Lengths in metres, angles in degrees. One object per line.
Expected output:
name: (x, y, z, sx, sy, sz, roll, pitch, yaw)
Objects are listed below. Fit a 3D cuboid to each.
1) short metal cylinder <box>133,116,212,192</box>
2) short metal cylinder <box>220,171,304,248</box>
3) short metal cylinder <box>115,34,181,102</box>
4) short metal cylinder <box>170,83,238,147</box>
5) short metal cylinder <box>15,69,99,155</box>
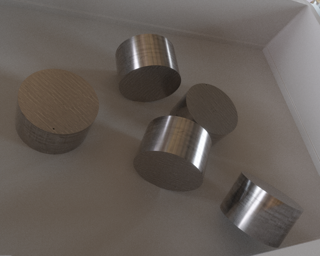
short metal cylinder: (0.015, 0.031, 0.359, 0.080, 0.080, 0.050, 28, 52, -11)
short metal cylinder: (0.120, 0.095, 0.369, 0.080, 0.050, 0.080, 29, 8, -4)
short metal cylinder: (-0.016, -0.077, 0.408, 0.081, 0.080, 0.050, 4, 60, -26)
short metal cylinder: (0.060, -0.015, 0.431, 0.081, 0.050, 0.080, 14, 56, -21)
short metal cylinder: (-0.113, -0.017, 0.339, 0.081, 0.050, 0.080, 14, 56, -21)
